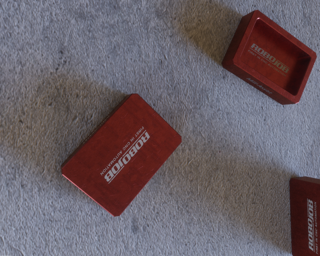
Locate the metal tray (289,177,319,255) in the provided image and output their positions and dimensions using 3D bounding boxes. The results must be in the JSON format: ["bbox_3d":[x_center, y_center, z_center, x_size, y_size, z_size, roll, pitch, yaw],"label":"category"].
[{"bbox_3d":[0.240,0.144,0.462,0.030,0.090,0.129,-3,91,-20],"label":"metal tray"}]

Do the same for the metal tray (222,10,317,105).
[{"bbox_3d":[0.167,-0.103,0.467,0.131,0.030,0.090,27,81,-18],"label":"metal tray"}]

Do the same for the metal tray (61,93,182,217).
[{"bbox_3d":[-0.046,0.032,0.389,0.090,0.030,0.130,44,76,-15],"label":"metal tray"}]
